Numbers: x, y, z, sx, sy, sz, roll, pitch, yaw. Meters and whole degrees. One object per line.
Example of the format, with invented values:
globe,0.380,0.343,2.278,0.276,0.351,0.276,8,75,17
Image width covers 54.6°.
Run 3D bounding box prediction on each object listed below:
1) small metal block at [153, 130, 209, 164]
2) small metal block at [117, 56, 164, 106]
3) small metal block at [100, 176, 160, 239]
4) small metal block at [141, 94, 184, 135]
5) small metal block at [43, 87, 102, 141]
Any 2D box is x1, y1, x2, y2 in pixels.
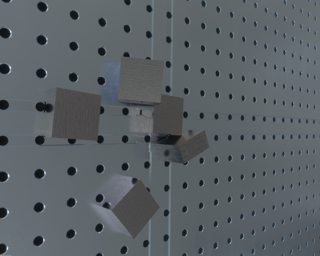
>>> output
small metal block,0.028,0.023,0.416,0.050,0.050,0.025,-28,108,-36
small metal block,-0.023,-0.056,0.373,0.050,0.025,0.050,5,86,-5
small metal block,-0.035,0.096,0.379,0.050,0.025,0.050,-46,118,-30
small metal block,0.004,-0.017,0.411,0.050,0.025,0.050,5,87,-40
small metal block,-0.093,-0.013,0.330,0.050,0.025,0.050,7,85,-40
